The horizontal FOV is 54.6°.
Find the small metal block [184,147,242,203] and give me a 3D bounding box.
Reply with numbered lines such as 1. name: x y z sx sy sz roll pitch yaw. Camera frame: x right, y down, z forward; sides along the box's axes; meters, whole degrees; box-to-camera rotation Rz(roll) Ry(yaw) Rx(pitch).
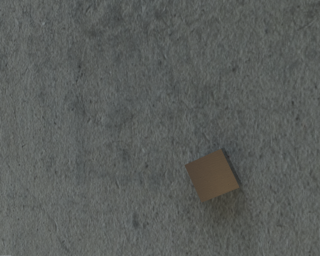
1. small metal block: 0.066 0.058 0.386 0.050 0.025 0.050 -27 81 18
